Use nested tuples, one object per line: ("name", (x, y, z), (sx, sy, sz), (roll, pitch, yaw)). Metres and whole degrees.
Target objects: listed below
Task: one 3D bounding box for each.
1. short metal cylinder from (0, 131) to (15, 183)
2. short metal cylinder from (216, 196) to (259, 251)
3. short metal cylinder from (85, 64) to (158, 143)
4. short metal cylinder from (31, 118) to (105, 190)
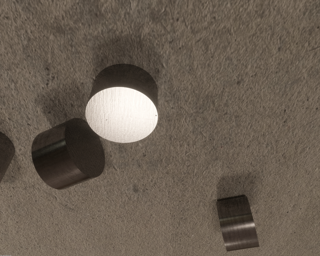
("short metal cylinder", (-0.249, 0.041, 0.422), (0.081, 0.050, 0.079), (0, 130, 0))
("short metal cylinder", (0.126, 0.156, 0.506), (0.050, 0.080, 0.080), (-13, 129, 10))
("short metal cylinder", (-0.043, -0.028, 0.366), (0.081, 0.050, 0.079), (0, 130, 0))
("short metal cylinder", (-0.115, 0.033, 0.398), (0.050, 0.080, 0.080), (-22, 127, 17))
